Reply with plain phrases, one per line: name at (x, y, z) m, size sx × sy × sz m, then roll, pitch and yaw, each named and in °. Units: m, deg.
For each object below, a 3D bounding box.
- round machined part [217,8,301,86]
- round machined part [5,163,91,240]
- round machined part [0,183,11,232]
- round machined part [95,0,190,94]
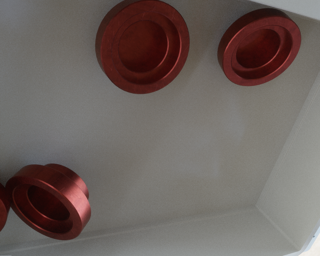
round machined part at (0.119, -0.104, 0.388) m, size 0.099 × 0.042 × 0.097 m, roll -8°, pitch 137°, yaw -7°
round machined part at (-0.123, 0.080, 0.359) m, size 0.098 × 0.042 × 0.097 m, roll 11°, pitch 125°, yaw 16°
round machined part at (-0.214, 0.092, 0.324) m, size 0.099 × 0.042 × 0.097 m, roll -6°, pitch 121°, yaw -10°
round machined part at (-0.021, -0.089, 0.332) m, size 0.099 × 0.042 × 0.097 m, roll -14°, pitch 125°, yaw -21°
